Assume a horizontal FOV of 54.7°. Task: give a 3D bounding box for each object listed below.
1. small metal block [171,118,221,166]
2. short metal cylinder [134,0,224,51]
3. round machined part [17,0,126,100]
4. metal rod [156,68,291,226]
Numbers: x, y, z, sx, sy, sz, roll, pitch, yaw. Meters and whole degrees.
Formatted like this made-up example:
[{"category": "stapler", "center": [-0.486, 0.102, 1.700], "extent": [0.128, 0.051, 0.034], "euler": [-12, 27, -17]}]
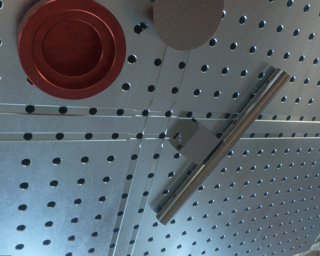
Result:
[{"category": "small metal block", "center": [0.053, 0.021, 0.455], "extent": [0.050, 0.025, 0.050], "euler": [35, 99, -39]}, {"category": "short metal cylinder", "center": [0.019, -0.128, 0.328], "extent": [0.081, 0.050, 0.079], "euler": [-14, 124, -21]}, {"category": "round machined part", "center": [-0.087, -0.080, 0.304], "extent": [0.099, 0.042, 0.097], "euler": [-14, 125, -21]}, {"category": "metal rod", "center": [0.094, 0.034, 0.486], "extent": [0.025, 0.025, 0.299], "euler": [31, 101, -38]}]
